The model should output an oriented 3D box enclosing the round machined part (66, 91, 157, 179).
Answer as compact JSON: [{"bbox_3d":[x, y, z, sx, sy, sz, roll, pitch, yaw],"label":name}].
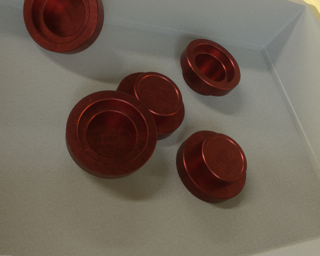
[{"bbox_3d":[-0.056,0.010,0.352,0.099,0.042,0.098,7,67,-17],"label":"round machined part"}]

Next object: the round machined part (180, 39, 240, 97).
[{"bbox_3d":[0.075,-0.090,0.492,0.099,0.042,0.098,14,56,-21],"label":"round machined part"}]

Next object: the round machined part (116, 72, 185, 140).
[{"bbox_3d":[-0.010,-0.036,0.413,0.099,0.042,0.098,14,56,-21],"label":"round machined part"}]

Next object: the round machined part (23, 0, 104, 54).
[{"bbox_3d":[-0.118,-0.144,0.397,0.098,0.098,0.042,45,11,2],"label":"round machined part"}]

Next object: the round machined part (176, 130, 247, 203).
[{"bbox_3d":[0.074,0.046,0.409,0.099,0.042,0.098,14,56,-21],"label":"round machined part"}]
